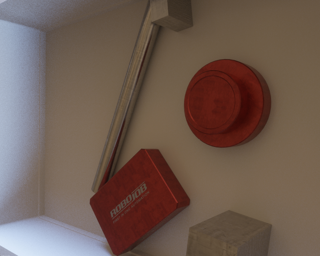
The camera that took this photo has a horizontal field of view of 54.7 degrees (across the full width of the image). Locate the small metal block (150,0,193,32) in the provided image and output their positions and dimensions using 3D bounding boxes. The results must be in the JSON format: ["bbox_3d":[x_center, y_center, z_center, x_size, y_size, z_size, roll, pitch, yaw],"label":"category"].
[{"bbox_3d":[0.014,-0.151,0.377,0.025,0.050,0.050,-7,85,39],"label":"small metal block"}]

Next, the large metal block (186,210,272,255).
[{"bbox_3d":[0.069,0.137,0.313,0.050,0.081,0.079,10,97,39],"label":"large metal block"}]

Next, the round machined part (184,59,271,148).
[{"bbox_3d":[0.066,-0.027,0.340,0.098,0.042,0.097,0,90,39],"label":"round machined part"}]

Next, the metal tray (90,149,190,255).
[{"bbox_3d":[-0.033,0.100,0.421,0.130,0.030,0.090,-45,63,24],"label":"metal tray"}]

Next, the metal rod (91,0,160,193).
[{"bbox_3d":[-0.047,-0.039,0.443,0.025,0.025,0.298,30,109,35],"label":"metal rod"}]
